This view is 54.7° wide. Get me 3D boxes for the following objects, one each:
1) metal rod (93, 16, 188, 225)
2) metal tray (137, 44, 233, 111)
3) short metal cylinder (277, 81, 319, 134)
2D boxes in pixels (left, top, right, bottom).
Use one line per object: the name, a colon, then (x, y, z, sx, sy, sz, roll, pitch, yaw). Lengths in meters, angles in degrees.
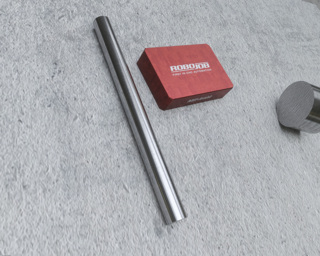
metal rod: (-0.033, -0.025, 0.402, 0.025, 0.025, 0.299, -9, 66, -32)
metal tray: (0.041, -0.082, 0.474, 0.131, 0.030, 0.090, -14, 69, -34)
short metal cylinder: (0.247, -0.034, 0.526, 0.050, 0.080, 0.080, 15, 56, -21)
